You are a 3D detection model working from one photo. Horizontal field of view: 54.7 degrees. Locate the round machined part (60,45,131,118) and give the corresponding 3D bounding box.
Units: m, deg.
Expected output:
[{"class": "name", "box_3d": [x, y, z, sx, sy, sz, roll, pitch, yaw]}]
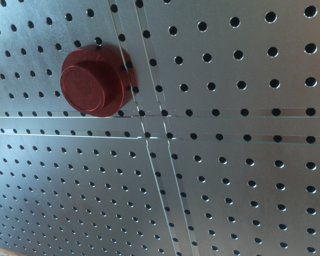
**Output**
[{"class": "round machined part", "box_3d": [-0.092, -0.057, 0.412, 0.098, 0.042, 0.097, 13, 124, 20]}]
